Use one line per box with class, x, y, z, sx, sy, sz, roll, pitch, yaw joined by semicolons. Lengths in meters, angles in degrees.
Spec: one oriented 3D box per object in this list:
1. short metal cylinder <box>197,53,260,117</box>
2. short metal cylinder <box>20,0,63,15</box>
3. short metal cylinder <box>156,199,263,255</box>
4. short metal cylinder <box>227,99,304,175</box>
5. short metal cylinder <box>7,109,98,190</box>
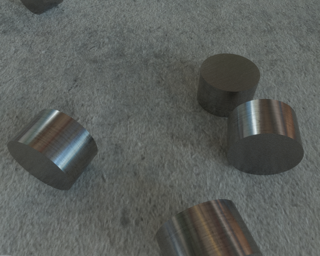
short metal cylinder;0.095;-0.061;0.440;0.081;0.050;0.080;0;50;0
short metal cylinder;-0.230;-0.264;0.587;0.080;0.080;0.050;28;56;21
short metal cylinder;0.043;0.107;0.278;0.081;0.080;0.050;-15;52;-13
short metal cylinder;0.119;0.012;0.359;0.080;0.080;0.050;6;50;4
short metal cylinder;-0.118;0.025;0.345;0.080;0.080;0.050;21;53;16
